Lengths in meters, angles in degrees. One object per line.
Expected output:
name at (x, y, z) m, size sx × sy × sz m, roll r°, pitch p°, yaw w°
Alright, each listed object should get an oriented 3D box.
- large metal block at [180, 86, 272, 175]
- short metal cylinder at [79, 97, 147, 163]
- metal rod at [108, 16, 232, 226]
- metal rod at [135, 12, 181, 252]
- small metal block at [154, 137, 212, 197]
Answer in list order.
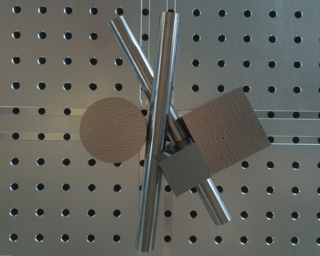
large metal block at (0.080, 0.003, 0.397) m, size 0.080 × 0.050 × 0.080 m, roll -27°, pitch 90°, yaw 0°
short metal cylinder at (-0.057, 0.002, 0.397) m, size 0.081 × 0.050 × 0.079 m, roll 0°, pitch 90°, yaw -1°
metal rod at (0.014, -0.009, 0.410) m, size 0.025 × 0.025 × 0.299 m, roll -28°, pitch 91°, yaw 0°
metal rod at (-0.004, 0.011, 0.390) m, size 0.025 × 0.025 × 0.298 m, roll 6°, pitch 98°, yaw 0°
small metal block at (0.028, 0.047, 0.378) m, size 0.050 × 0.025 × 0.050 m, roll -28°, pitch 105°, yaw -8°
